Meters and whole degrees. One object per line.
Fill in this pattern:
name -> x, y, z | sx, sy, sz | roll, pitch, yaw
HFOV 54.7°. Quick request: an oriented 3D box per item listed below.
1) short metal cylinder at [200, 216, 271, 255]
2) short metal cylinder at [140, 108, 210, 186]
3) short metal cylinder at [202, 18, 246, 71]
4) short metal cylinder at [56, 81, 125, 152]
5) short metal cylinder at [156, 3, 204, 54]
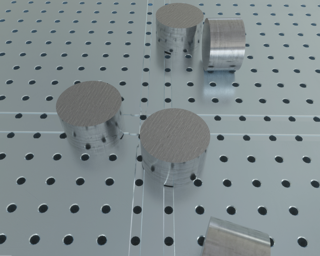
short metal cylinder -> 0.059, 0.124, 0.269 | 0.050, 0.080, 0.080 | 15, 52, 12
short metal cylinder -> 0.017, 0.022, 0.373 | 0.081, 0.050, 0.080 | 0, 50, 0
short metal cylinder -> 0.096, -0.130, 0.482 | 0.050, 0.080, 0.080 | -1, 50, -1
short metal cylinder -> -0.088, -0.016, 0.404 | 0.081, 0.050, 0.080 | 0, 50, 0
short metal cylinder -> 0.033, -0.174, 0.538 | 0.081, 0.050, 0.080 | 0, 50, 0
